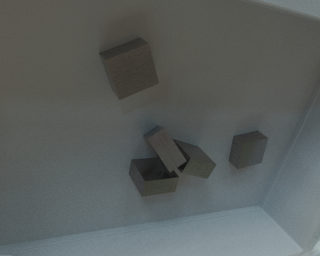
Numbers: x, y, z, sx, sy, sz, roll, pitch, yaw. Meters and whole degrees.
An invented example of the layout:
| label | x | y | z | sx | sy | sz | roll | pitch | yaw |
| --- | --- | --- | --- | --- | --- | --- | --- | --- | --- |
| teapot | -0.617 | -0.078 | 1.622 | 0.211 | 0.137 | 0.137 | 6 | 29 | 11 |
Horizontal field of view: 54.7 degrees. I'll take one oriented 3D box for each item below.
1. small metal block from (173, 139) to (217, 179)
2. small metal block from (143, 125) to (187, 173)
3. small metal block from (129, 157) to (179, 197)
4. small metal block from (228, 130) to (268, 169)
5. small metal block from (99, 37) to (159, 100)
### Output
| label | x | y | z | sx | sy | sz | roll | pitch | yaw |
| --- | --- | --- | --- | --- | --- | --- | --- | --- | --- |
| small metal block | 0.044 | 0.044 | 0.443 | 0.050 | 0.050 | 0.025 | 17 | 109 | -35 |
| small metal block | 0.005 | 0.025 | 0.399 | 0.025 | 0.050 | 0.050 | -34 | 98 | -6 |
| small metal block | -0.009 | 0.066 | 0.428 | 0.050 | 0.050 | 0.025 | -2 | 120 | -28 |
| small metal block | 0.145 | 0.036 | 0.510 | 0.050 | 0.025 | 0.050 | -11 | 123 | -23 |
| small metal block | -0.034 | -0.067 | 0.349 | 0.050 | 0.025 | 0.050 | -25 | 128 | -13 |
